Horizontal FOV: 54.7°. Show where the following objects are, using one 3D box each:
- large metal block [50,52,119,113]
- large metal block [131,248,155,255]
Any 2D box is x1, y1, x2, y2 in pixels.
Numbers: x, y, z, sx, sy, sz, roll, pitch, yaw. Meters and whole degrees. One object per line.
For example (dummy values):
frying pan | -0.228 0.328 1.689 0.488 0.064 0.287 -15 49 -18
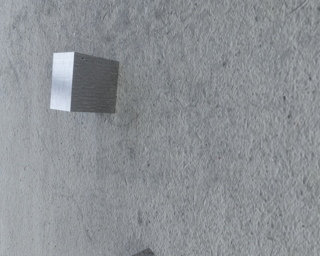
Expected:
large metal block | -0.111 -0.065 0.461 0.050 0.081 0.079 9 96 40
large metal block | -0.045 0.214 0.407 0.050 0.081 0.080 47 118 29
